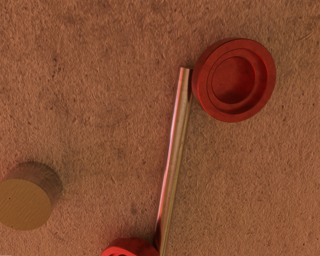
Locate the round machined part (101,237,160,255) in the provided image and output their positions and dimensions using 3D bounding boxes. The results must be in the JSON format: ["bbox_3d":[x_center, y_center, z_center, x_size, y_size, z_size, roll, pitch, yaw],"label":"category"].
[{"bbox_3d":[-0.037,0.204,0.462,0.098,0.042,0.097,11,116,25],"label":"round machined part"}]

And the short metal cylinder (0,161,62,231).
[{"bbox_3d":[-0.183,0.093,0.428,0.081,0.050,0.079,0,110,-1],"label":"short metal cylinder"}]

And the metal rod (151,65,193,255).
[{"bbox_3d":[0.015,0.063,0.433,0.025,0.025,0.298,7,110,-3],"label":"metal rod"}]

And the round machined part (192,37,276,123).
[{"bbox_3d":[0.084,-0.059,0.373,0.099,0.042,0.097,-5,111,-13],"label":"round machined part"}]
